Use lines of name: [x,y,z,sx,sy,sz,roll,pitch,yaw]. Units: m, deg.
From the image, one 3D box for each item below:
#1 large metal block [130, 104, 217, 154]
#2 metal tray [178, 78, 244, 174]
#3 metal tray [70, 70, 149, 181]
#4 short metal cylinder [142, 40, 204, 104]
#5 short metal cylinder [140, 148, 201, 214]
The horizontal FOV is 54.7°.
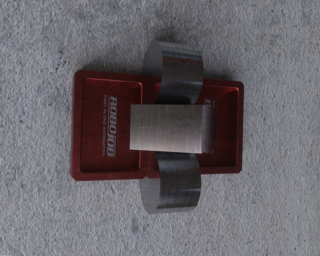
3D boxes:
large metal block: [0.019,0.000,0.366,0.080,0.080,0.050,2,90,20]
metal tray: [0.070,-0.002,0.434,0.091,0.030,0.129,2,90,-20]
metal tray: [-0.062,-0.002,0.385,0.091,0.030,0.129,2,90,-20]
short metal cylinder: [0.013,-0.065,0.386,0.050,0.080,0.080,2,90,-20]
short metal cylinder: [0.010,0.065,0.385,0.050,0.080,0.080,2,90,-20]
